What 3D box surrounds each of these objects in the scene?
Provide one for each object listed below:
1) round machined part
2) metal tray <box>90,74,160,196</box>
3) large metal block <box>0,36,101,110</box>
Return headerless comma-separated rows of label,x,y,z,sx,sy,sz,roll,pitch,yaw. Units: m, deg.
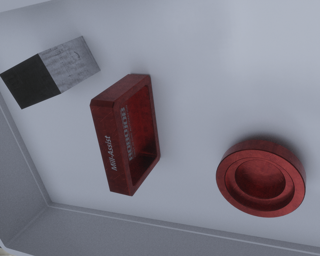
round machined part,0.120,0.055,0.368,0.098,0.042,0.097,13,124,20
metal tray,-0.038,0.008,0.389,0.030,0.090,0.129,7,122,24
large metal block,-0.139,-0.072,0.400,0.080,0.080,0.050,-14,111,33
